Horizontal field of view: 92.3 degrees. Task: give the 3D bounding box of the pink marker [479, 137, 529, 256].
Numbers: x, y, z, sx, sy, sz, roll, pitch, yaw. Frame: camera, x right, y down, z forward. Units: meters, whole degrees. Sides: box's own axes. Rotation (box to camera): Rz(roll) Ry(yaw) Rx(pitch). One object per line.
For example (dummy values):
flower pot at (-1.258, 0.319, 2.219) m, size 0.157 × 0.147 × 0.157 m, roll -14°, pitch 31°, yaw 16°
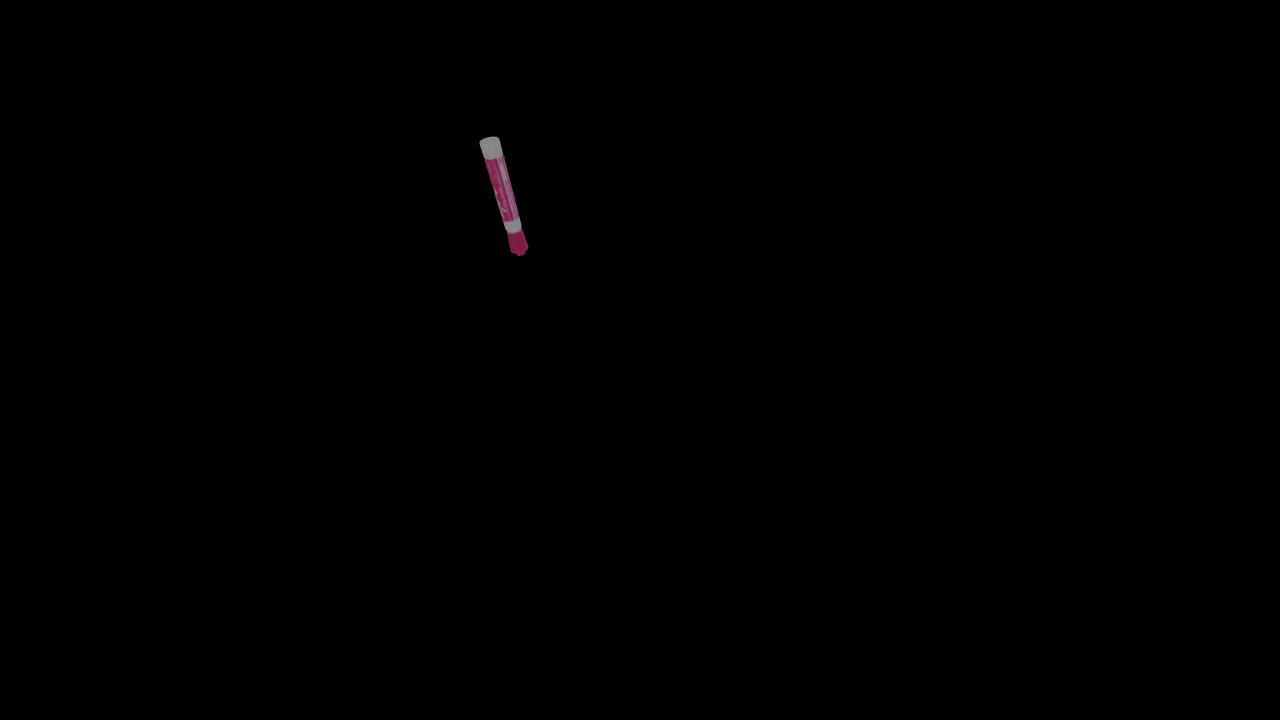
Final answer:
pink marker at (-0.132, -0.158, 0.608) m, size 0.020 × 0.121 × 0.020 m, roll -6°, pitch 39°, yaw 5°
